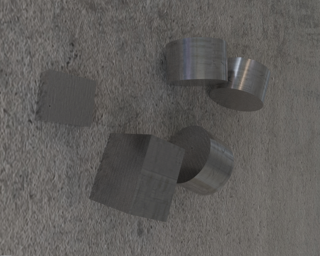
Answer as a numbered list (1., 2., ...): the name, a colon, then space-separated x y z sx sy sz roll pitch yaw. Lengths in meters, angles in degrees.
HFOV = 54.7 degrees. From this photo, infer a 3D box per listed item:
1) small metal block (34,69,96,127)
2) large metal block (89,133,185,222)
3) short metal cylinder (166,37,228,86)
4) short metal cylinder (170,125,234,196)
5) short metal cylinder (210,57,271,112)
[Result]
1. small metal block: -0.098 -0.029 0.323 0.050 0.025 0.050 10 84 -40
2. large metal block: -0.027 0.052 0.347 0.050 0.080 0.080 26 74 -37
3. short metal cylinder: 0.048 -0.084 0.409 0.081 0.080 0.050 -2 92 -40
4. short metal cylinder: 0.049 0.043 0.410 0.050 0.080 0.080 32 70 -36
5. short metal cylinder: 0.121 -0.064 0.470 0.080 0.080 0.050 29 72 -37
